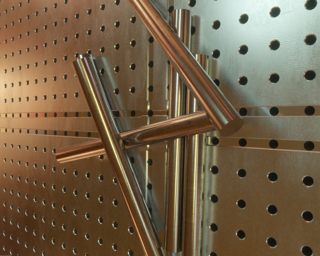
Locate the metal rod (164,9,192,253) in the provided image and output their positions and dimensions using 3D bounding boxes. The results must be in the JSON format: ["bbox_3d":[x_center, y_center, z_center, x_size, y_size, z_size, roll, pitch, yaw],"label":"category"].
[{"bbox_3d":[0.022,0.005,0.391,0.025,0.025,0.298,3,92,40],"label":"metal rod"}]

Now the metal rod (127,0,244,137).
[{"bbox_3d":[0.007,-0.108,0.370,0.025,0.025,0.299,-50,50,28],"label":"metal rod"}]

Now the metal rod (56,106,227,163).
[{"bbox_3d":[-0.047,0.017,0.415,0.299,0.025,0.025,-14,81,39],"label":"metal rod"}]

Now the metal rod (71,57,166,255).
[{"bbox_3d":[-0.046,0.057,0.394,0.025,0.025,0.299,-16,96,39],"label":"metal rod"}]

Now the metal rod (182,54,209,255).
[{"bbox_3d":[0.042,0.063,0.375,0.025,0.025,0.298,3,92,40],"label":"metal rod"}]

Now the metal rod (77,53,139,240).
[{"bbox_3d":[-0.072,0.017,0.470,0.025,0.025,0.299,-34,69,35],"label":"metal rod"}]
